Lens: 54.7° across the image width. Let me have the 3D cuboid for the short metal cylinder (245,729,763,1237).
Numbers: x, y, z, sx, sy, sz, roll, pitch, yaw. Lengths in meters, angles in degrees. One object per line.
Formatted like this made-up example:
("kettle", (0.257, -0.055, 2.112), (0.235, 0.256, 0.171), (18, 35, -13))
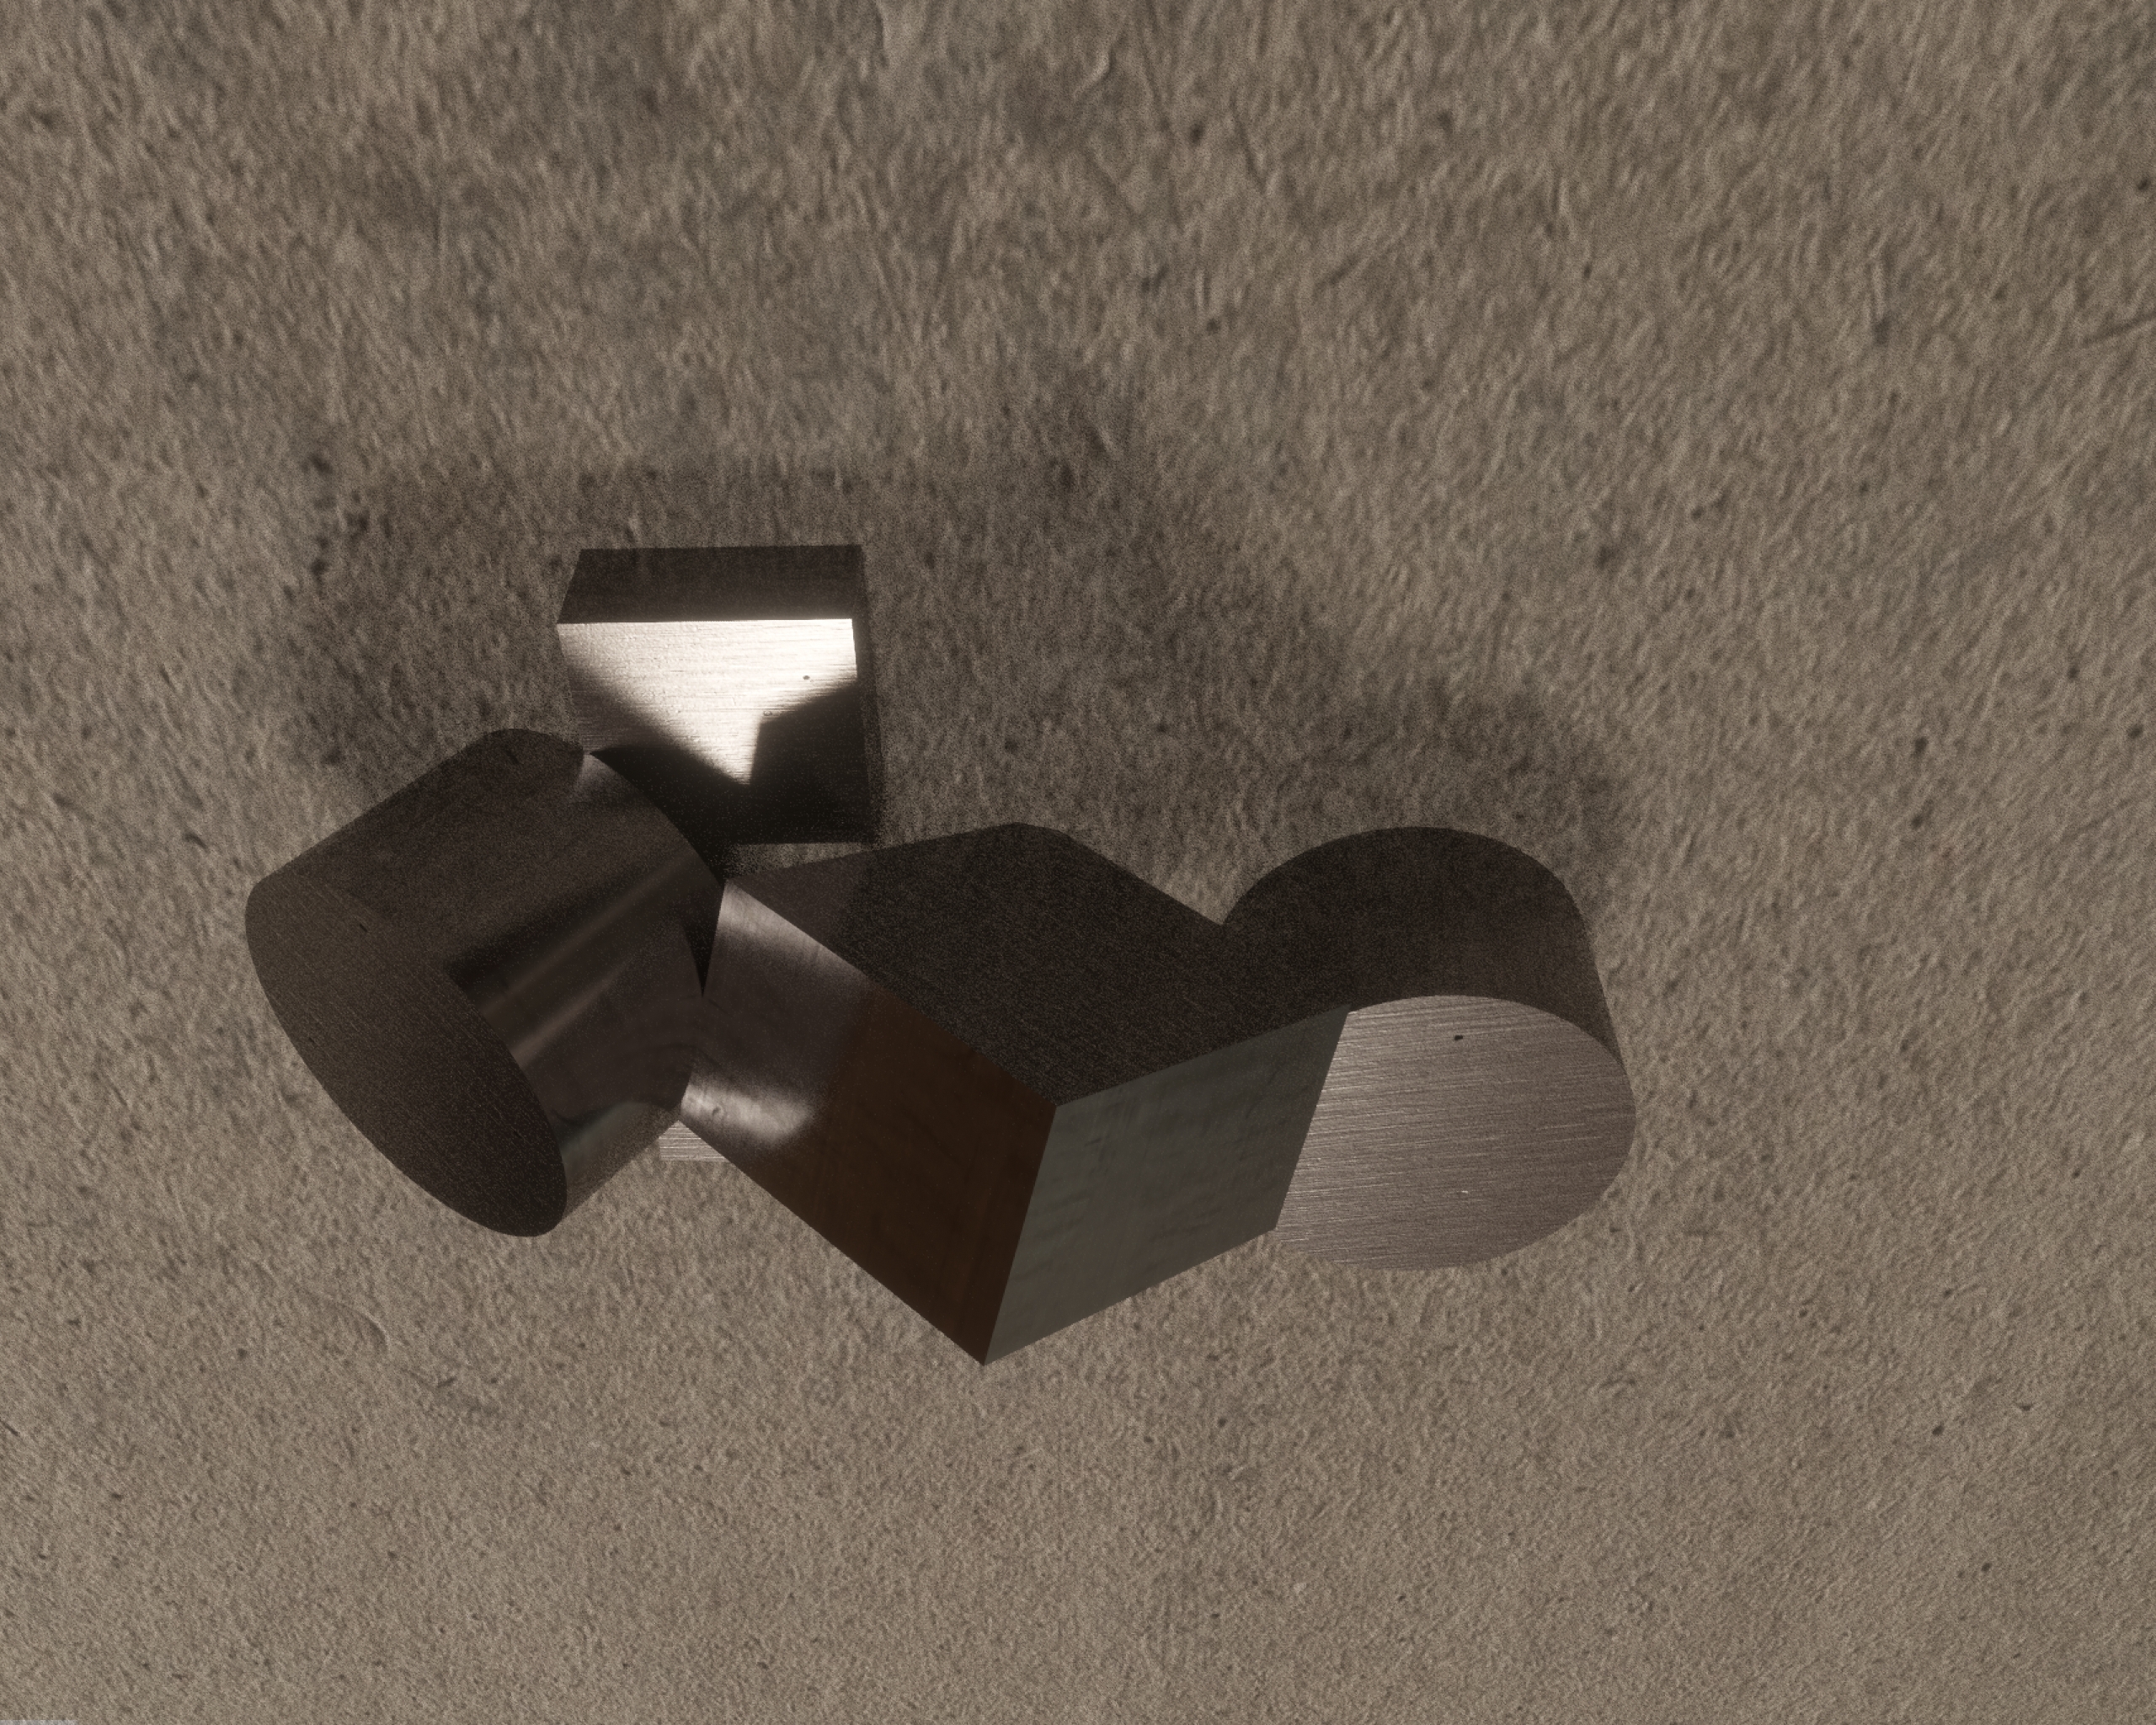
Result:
("short metal cylinder", (-0.105, 0.022, 0.386), (0.080, 0.050, 0.079), (25, 137, 26))

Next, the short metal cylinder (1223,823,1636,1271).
("short metal cylinder", (0.068, 0.038, 0.426), (0.081, 0.050, 0.079), (0, 130, 0))

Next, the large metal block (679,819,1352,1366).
("large metal block", (-0.012, 0.036, 0.379), (0.081, 0.080, 0.050), (-13, 125, -48))

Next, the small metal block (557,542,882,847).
("small metal block", (-0.063, -0.030, 0.382), (0.050, 0.025, 0.050), (-1, 130, 0))

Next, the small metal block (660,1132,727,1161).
("small metal block", (-0.062, 0.037, 0.439), (0.050, 0.025, 0.050), (2, 130, -3))
